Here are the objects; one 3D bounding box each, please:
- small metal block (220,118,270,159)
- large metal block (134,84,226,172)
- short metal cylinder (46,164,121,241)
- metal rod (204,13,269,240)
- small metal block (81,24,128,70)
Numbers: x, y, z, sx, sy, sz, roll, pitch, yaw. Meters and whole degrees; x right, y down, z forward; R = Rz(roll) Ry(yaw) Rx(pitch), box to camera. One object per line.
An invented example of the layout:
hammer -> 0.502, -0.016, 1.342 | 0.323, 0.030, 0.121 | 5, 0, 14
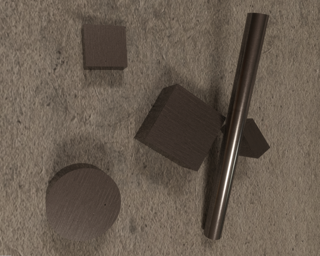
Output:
small metal block -> 0.120, 0.014, 0.442 | 0.025, 0.050, 0.050 | -38, 103, -16
large metal block -> 0.026, 0.000, 0.406 | 0.080, 0.050, 0.080 | 33, 79, -17
short metal cylinder -> -0.091, 0.084, 0.363 | 0.081, 0.050, 0.079 | 0, 90, -21
metal rod -> 0.095, 0.009, 0.402 | 0.025, 0.025, 0.298 | 3, 105, -20
small metal block -> -0.069, -0.099, 0.384 | 0.050, 0.025, 0.050 | -4, 91, -20
